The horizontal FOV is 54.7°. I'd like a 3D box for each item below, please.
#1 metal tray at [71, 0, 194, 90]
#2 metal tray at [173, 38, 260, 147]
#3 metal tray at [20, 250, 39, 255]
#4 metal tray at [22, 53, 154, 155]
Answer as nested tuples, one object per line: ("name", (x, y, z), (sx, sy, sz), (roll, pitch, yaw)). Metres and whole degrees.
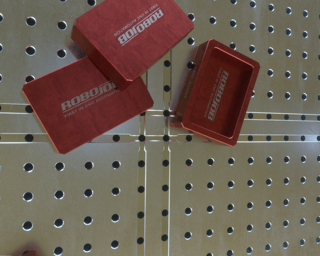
("metal tray", (-0.029, -0.120, 0.379), (0.090, 0.030, 0.131), (47, 62, -6))
("metal tray", (0.082, -0.048, 0.441), (0.091, 0.030, 0.129), (21, 83, -19))
("metal tray", (-0.154, 0.221, 0.354), (0.091, 0.030, 0.129), (-30, 100, -18))
("metal tray", (-0.084, -0.037, 0.379), (0.131, 0.030, 0.090), (-30, 100, -18))
